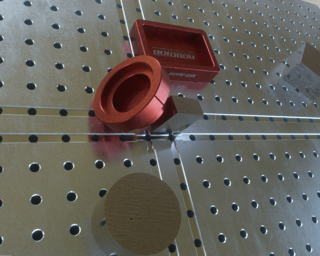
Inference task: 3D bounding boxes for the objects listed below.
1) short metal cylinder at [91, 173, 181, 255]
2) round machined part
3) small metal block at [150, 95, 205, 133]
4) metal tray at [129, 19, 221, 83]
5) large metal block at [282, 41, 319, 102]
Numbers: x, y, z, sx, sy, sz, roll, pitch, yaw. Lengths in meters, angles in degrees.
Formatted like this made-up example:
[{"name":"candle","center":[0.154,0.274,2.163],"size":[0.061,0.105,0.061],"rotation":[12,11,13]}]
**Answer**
[{"name":"short metal cylinder","center":[-0.025,0.093,0.322],"size":[0.081,0.050,0.080],"rotation":[14,56,-21]},{"name":"round machined part","center":[-0.030,-0.038,0.380],"size":[0.042,0.098,0.098],"rotation":[44,39,-46]},{"name":"small metal block","center":[0.020,-0.016,0.406],"size":[0.050,0.050,0.025],"rotation":[4,60,-43]},{"name":"metal tray","center":[0.024,-0.120,0.490],"size":[0.131,0.030,0.090],"rotation":[-1,62,-29]},{"name":"large metal block","center":[0.301,-0.114,0.623],"size":[0.080,0.050,0.080],"rotation":[36,51,-4]}]
